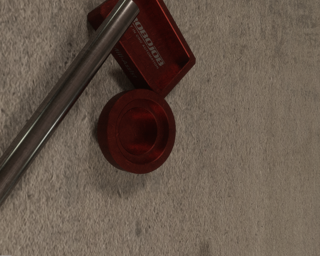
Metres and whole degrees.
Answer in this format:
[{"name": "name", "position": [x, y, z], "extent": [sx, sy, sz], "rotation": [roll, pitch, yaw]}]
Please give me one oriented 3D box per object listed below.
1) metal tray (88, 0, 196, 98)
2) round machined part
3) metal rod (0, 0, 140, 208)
[{"name": "metal tray", "position": [-0.016, -0.109, 0.388], "extent": [0.090, 0.030, 0.130], "rotation": [-50, 120, -28]}, {"name": "round machined part", "position": [-0.031, 0.003, 0.369], "extent": [0.099, 0.042, 0.097], "rotation": [-1, 92, -40]}, {"name": "metal rod", "position": [-0.108, -0.008, 0.293], "extent": [0.025, 0.025, 0.300], "rotation": [42, 71, -33]}]
